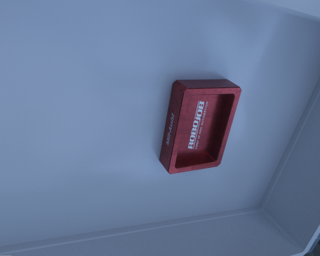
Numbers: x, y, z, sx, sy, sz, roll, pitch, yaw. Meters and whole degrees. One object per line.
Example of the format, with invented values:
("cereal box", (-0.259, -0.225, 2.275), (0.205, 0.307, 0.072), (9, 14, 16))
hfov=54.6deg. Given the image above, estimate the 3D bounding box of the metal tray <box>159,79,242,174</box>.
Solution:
("metal tray", (0.054, -0.001, 0.432), (0.091, 0.030, 0.129), (-5, 121, -26))
